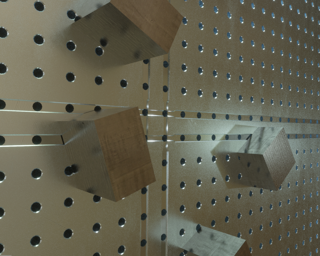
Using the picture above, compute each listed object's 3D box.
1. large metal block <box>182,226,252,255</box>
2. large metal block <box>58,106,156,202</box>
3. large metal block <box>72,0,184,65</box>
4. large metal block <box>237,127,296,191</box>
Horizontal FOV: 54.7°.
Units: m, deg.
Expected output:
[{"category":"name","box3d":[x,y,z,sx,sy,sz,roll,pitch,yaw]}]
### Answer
[{"category":"large metal block","box3d":[0.090,0.200,0.452,0.050,0.080,0.080,-36,113,-34]},{"category":"large metal block","box3d":[-0.057,0.024,0.327,0.050,0.080,0.079,-22,104,-38]},{"category":"large metal block","box3d":[-0.036,-0.120,0.345,0.080,0.080,0.050,34,69,-35]},{"category":"large metal block","box3d":[0.194,0.053,0.559,0.080,0.050,0.080,-42,116,-32]}]
